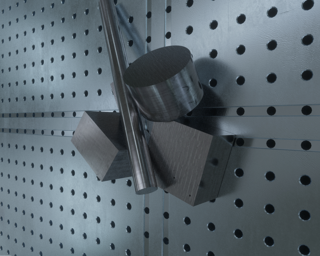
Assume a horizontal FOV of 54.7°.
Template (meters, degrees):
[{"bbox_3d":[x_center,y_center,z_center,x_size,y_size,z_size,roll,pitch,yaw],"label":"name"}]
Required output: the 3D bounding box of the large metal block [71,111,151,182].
[{"bbox_3d":[-0.058,0.022,0.419,0.080,0.081,0.050,45,117,30],"label":"large metal block"}]

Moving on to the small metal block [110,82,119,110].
[{"bbox_3d":[-0.039,-0.052,0.440,0.050,0.025,0.050,-30,72,35],"label":"small metal block"}]

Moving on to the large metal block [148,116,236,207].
[{"bbox_3d":[0.031,0.034,0.365,0.080,0.050,0.079,22,104,37],"label":"large metal block"}]

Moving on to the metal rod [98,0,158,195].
[{"bbox_3d":[-0.048,-0.060,0.408,0.025,0.025,0.299,-34,57,34],"label":"metal rod"}]

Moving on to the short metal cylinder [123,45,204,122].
[{"bbox_3d":[0.005,-0.052,0.359,0.080,0.080,0.050,11,141,39],"label":"short metal cylinder"}]
